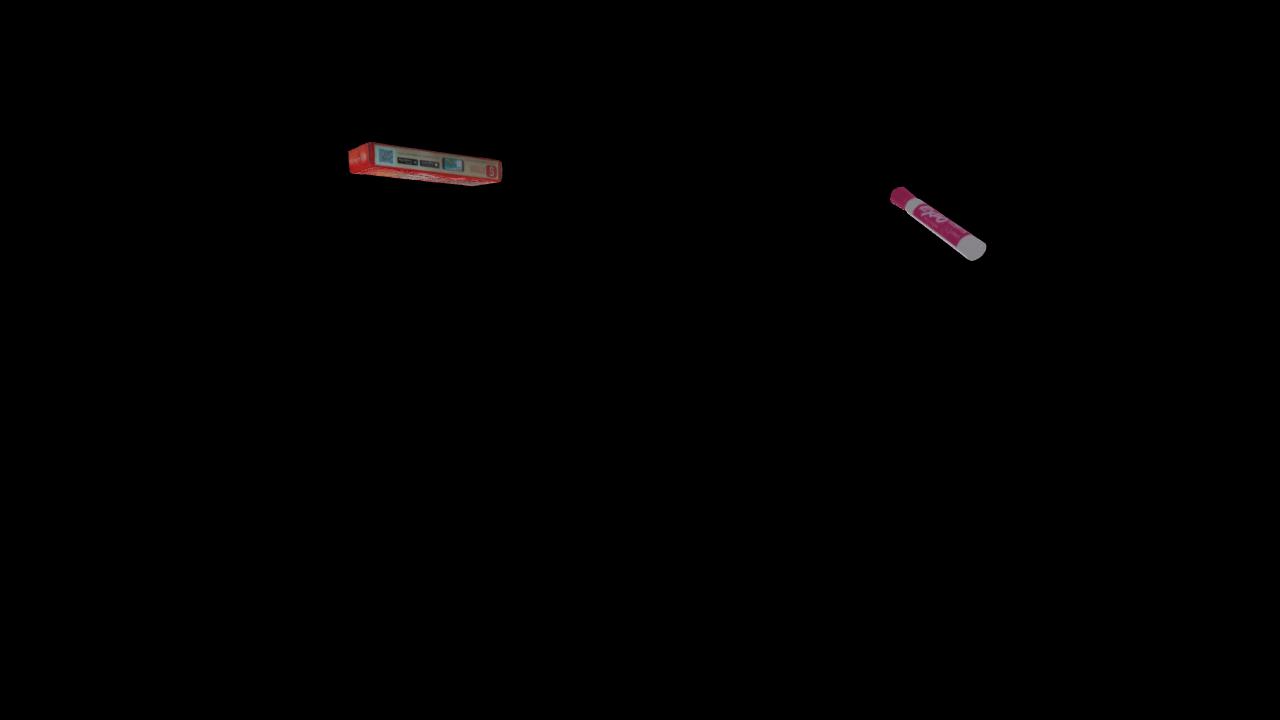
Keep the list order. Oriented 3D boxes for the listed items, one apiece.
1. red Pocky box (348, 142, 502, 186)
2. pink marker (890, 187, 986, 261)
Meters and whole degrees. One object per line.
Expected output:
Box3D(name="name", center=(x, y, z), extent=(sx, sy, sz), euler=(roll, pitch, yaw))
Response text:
Box3D(name="red Pocky box", center=(-0.250, -0.226, 0.721), extent=(0.155, 0.028, 0.083), euler=(-5, 12, -38))
Box3D(name="pink marker", center=(0.277, -0.132, 0.583), extent=(0.020, 0.020, 0.121), euler=(0, 39, -24))
